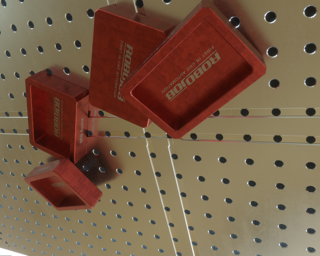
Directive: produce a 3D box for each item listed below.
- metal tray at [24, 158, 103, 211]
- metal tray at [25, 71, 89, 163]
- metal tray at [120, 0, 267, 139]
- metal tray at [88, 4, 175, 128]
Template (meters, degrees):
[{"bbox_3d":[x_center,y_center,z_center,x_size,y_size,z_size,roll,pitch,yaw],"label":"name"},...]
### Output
[{"bbox_3d":[-0.169,0.101,0.534,0.130,0.030,0.090,-18,119,45],"label":"metal tray"},{"bbox_3d":[-0.159,-0.013,0.481,0.090,0.030,0.129,23,127,13],"label":"metal tray"},{"bbox_3d":[0.032,-0.055,0.329,0.090,0.030,0.130,40,121,-18],"label":"metal tray"},{"bbox_3d":[-0.038,-0.073,0.382,0.090,0.030,0.129,24,127,13],"label":"metal tray"}]
